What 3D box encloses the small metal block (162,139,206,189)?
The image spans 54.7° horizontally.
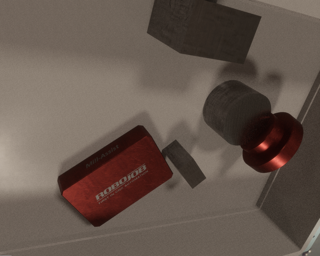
[{"bbox_3d":[0.035,0.052,0.445,0.025,0.050,0.050,-38,130,-3],"label":"small metal block"}]

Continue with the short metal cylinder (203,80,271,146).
[{"bbox_3d":[0.109,-0.022,0.441,0.081,0.050,0.079,-14,124,-21],"label":"short metal cylinder"}]

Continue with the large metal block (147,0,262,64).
[{"bbox_3d":[0.043,-0.110,0.330,0.081,0.080,0.050,2,118,-30],"label":"large metal block"}]

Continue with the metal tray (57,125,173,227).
[{"bbox_3d":[-0.056,0.066,0.417,0.130,0.030,0.090,-33,129,-7],"label":"metal tray"}]

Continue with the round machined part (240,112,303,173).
[{"bbox_3d":[0.160,0.015,0.467,0.042,0.098,0.098,35,99,-15],"label":"round machined part"}]
